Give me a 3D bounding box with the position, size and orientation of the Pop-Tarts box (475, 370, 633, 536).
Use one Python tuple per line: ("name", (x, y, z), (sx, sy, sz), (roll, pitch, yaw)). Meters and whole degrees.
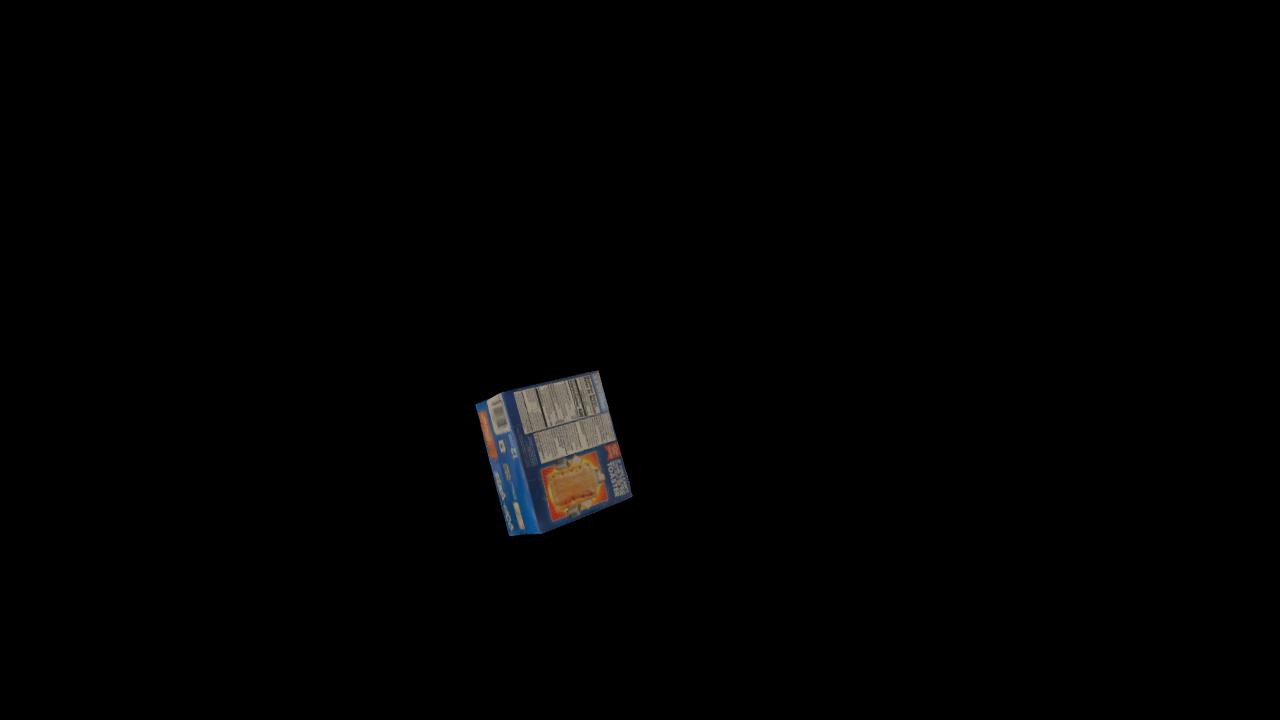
("Pop-Tarts box", (-0.105, 0.112, 0.759), (0.141, 0.167, 0.083), (-13, -4, -40))
